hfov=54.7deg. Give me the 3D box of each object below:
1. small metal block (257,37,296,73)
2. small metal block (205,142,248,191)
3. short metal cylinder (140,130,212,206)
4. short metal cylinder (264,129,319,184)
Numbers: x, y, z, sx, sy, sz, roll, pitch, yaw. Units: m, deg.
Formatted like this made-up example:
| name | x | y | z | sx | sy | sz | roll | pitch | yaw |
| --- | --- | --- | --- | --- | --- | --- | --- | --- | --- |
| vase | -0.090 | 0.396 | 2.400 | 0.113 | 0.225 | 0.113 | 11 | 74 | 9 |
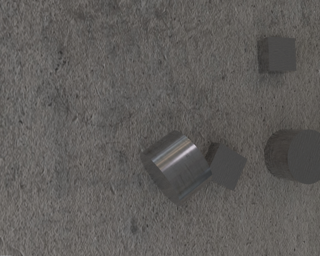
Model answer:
| name | x | y | z | sx | sy | sz | roll | pitch | yaw |
| --- | --- | --- | --- | --- | --- | --- | --- | --- | --- |
| small metal block | 0.179 | -0.111 | 0.475 | 0.050 | 0.025 | 0.050 | -4 | 91 | -20 |
| small metal block | 0.089 | 0.055 | 0.442 | 0.050 | 0.025 | 0.050 | 30 | 80 | -18 |
| short metal cylinder | 0.019 | 0.050 | 0.387 | 0.050 | 0.080 | 0.080 | -35 | 102 | -17 |
| short metal cylinder | 0.209 | 0.042 | 0.473 | 0.081 | 0.050 | 0.080 | 0 | 90 | -20 |
